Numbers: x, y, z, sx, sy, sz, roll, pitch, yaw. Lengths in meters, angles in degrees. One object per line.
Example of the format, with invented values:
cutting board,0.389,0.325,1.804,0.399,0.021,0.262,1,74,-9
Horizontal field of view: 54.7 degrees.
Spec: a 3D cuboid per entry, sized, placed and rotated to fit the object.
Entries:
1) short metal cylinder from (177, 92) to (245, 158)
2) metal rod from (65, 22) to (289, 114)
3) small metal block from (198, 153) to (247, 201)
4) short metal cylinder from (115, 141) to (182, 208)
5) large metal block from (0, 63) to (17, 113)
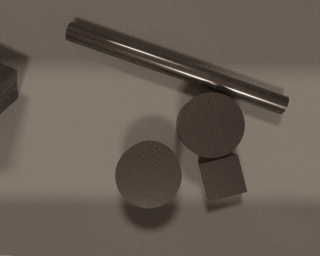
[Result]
short metal cylinder,0.063,-0.004,0.400,0.081,0.050,0.079,0,90,-1
metal rod,0.023,-0.079,0.411,0.302,0.025,0.025,19,90,-1
small metal block,0.083,0.065,0.413,0.050,0.025,0.050,-14,90,-1
short metal cylinder,-0.014,0.057,0.399,0.081,0.050,0.079,0,90,-1
large metal block,-0.234,-0.048,0.375,0.080,0.080,0.050,25,133,-1
